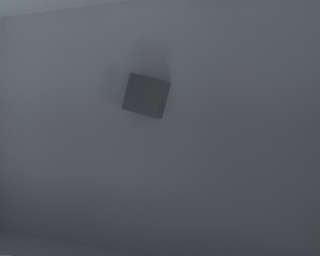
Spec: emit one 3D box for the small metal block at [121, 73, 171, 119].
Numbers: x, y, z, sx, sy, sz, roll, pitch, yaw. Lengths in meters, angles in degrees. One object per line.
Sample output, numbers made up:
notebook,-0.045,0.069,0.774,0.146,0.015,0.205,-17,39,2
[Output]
small metal block,-0.018,-0.043,0.417,0.050,0.025,0.050,16,96,19
